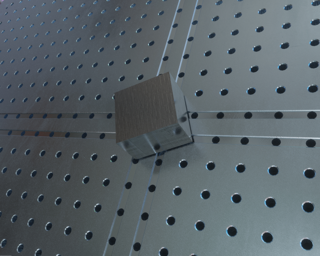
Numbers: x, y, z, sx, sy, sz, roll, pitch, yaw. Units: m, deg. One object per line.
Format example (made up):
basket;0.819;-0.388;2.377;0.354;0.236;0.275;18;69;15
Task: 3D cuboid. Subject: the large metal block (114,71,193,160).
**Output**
large metal block;-0.010;-0.015;0.402;0.080;0.050;0.080;-19;55;17
